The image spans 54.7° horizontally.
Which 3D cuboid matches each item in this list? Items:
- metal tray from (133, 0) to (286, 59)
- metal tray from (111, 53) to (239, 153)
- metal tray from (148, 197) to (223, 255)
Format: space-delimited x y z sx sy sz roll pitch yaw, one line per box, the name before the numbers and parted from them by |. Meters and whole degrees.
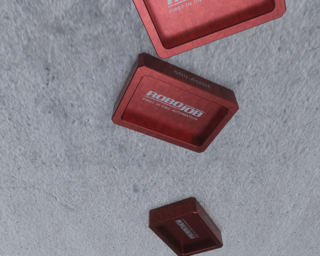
metal tray | 0.044 -0.130 0.294 0.130 0.030 0.090 -17 128 13
metal tray | 0.017 -0.026 0.382 0.131 0.030 0.089 20 127 -17
metal tray | 0.049 0.184 0.561 0.090 0.030 0.130 -22 127 17
